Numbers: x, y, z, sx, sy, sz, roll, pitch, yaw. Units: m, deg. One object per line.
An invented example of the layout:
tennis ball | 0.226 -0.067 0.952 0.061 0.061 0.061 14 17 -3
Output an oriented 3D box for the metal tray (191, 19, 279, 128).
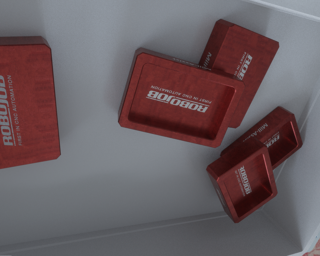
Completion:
metal tray | 0.092 -0.067 0.414 0.091 0.030 0.129 8 114 -32

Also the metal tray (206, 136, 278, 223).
metal tray | 0.133 0.085 0.491 0.090 0.030 0.130 -33 129 -7

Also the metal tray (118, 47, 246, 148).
metal tray | 0.024 -0.033 0.370 0.131 0.030 0.089 13 112 -14

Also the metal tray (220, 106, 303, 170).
metal tray | 0.173 0.036 0.521 0.130 0.030 0.090 -38 129 -3

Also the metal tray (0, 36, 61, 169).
metal tray | -0.152 -0.022 0.308 0.091 0.030 0.129 -9 123 -24
